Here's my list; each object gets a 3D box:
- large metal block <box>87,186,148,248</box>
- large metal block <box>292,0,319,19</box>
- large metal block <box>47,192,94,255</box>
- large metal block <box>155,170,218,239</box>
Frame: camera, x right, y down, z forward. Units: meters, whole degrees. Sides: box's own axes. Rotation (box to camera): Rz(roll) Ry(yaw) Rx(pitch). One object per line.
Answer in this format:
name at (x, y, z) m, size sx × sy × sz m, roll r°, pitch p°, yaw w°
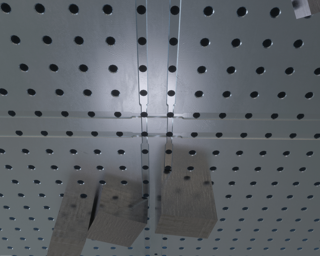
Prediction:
large metal block at (-0.073, 0.152, 0.523) m, size 0.080 × 0.050 × 0.080 m, roll 19°, pitch 128°, yaw -15°
large metal block at (0.148, -0.145, 0.253) m, size 0.080 × 0.050 × 0.080 m, roll -18°, pitch 102°, yaw 15°
large metal block at (-0.150, 0.168, 0.517) m, size 0.050 × 0.080 × 0.080 m, roll 15°, pitch 128°, yaw -13°
large metal block at (0.037, 0.116, 0.474) m, size 0.080 × 0.080 × 0.050 m, roll 8°, pitch 130°, yaw -7°
